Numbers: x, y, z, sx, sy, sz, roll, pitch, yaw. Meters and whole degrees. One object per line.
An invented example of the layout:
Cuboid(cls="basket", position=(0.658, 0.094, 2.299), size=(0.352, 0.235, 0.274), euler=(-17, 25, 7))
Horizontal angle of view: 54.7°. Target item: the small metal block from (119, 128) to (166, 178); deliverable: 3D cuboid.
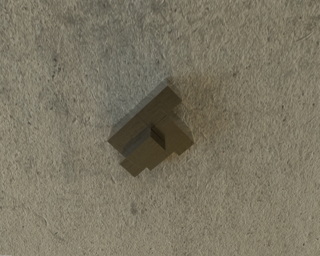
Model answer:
Cuboid(cls="small metal block", position=(-0.020, 0.025, 0.380), size=(0.050, 0.050, 0.025), euler=(-42, 105, 13))

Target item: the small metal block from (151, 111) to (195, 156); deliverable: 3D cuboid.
Cuboid(cls="small metal block", position=(0.016, 0.001, 0.398), size=(0.025, 0.050, 0.050), euler=(-41, 105, 13))

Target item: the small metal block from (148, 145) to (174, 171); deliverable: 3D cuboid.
Cuboid(cls="small metal block", position=(-0.011, 0.021, 0.419), size=(0.050, 0.025, 0.050), euler=(-41, 106, 13))

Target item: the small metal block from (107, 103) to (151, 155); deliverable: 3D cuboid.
Cuboid(cls="small metal block", position=(-0.038, 0.000, 0.397), size=(0.050, 0.050, 0.025), euler=(-42, 105, 13))

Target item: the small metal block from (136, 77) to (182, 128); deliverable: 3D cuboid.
Cuboid(cls="small metal block", position=(-0.001, -0.033, 0.385), size=(0.050, 0.050, 0.025), euler=(-42, 105, 13))
